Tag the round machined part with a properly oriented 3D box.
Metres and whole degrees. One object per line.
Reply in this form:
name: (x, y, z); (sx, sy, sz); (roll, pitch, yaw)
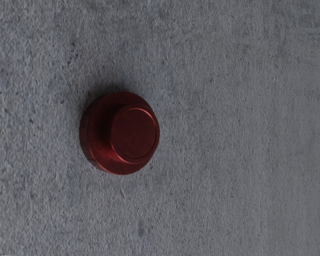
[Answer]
round machined part: (-0.039, 0.006, 0.360); (0.099, 0.042, 0.097); (0, 90, -40)
